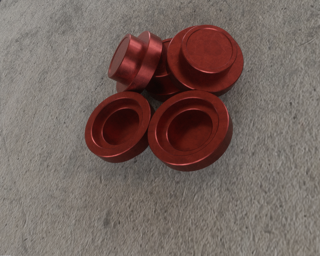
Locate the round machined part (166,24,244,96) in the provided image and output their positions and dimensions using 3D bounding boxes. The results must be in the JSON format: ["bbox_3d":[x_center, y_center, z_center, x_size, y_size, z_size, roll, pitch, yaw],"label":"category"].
[{"bbox_3d":[0.058,-0.090,0.390,0.099,0.042,0.098,2,71,-5],"label":"round machined part"}]

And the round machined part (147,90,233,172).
[{"bbox_3d":[0.038,0.007,0.369,0.098,0.042,0.098,-13,56,20],"label":"round machined part"}]

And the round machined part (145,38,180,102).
[{"bbox_3d":[0.015,-0.088,0.438,0.098,0.042,0.098,-13,56,20],"label":"round machined part"}]

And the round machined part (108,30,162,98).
[{"bbox_3d":[-0.041,-0.094,0.442,0.098,0.042,0.098,-44,33,40],"label":"round machined part"}]

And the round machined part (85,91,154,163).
[{"bbox_3d":[-0.048,0.002,0.417,0.098,0.042,0.098,-13,56,20],"label":"round machined part"}]
